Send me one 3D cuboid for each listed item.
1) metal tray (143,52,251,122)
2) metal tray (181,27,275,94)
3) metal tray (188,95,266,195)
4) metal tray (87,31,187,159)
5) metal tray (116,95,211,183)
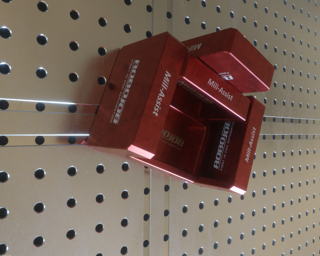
[{"bbox_3d":[0.043,-0.046,0.401,0.131,0.090,0.030,27,73,-37],"label":"metal tray"},{"bbox_3d":[0.062,-0.075,0.391,0.090,0.130,0.030,28,73,-37],"label":"metal tray"},{"bbox_3d":[0.090,0.021,0.440,0.030,0.090,0.130,28,73,-37],"label":"metal tray"},{"bbox_3d":[-0.027,-0.035,0.343,0.030,0.090,0.130,28,73,-37],"label":"metal tray"},{"bbox_3d":[0.007,0.011,0.410,0.131,0.030,0.090,28,73,-37],"label":"metal tray"}]
